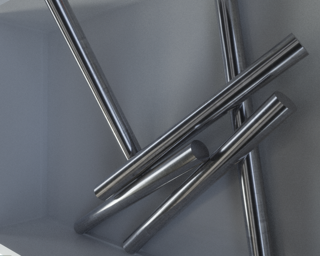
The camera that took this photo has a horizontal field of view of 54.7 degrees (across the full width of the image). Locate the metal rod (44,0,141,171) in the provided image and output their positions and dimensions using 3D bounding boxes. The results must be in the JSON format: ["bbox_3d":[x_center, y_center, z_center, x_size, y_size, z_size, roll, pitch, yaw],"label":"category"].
[{"bbox_3d":[-0.078,-0.055,0.393,0.025,0.025,0.299,-17,104,39],"label":"metal rod"}]

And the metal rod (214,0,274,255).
[{"bbox_3d":[0.089,-0.008,0.333,0.025,0.025,0.298,-11,83,39],"label":"metal rod"}]

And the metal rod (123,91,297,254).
[{"bbox_3d":[0.034,0.072,0.356,0.298,0.025,0.025,-52,60,35],"label":"metal rod"}]

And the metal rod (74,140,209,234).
[{"bbox_3d":[-0.045,0.094,0.417,0.299,0.025,0.025,-39,66,42],"label":"metal rod"}]

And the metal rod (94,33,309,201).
[{"bbox_3d":[0.023,0.006,0.348,0.299,0.025,0.025,-39,67,29],"label":"metal rod"}]
